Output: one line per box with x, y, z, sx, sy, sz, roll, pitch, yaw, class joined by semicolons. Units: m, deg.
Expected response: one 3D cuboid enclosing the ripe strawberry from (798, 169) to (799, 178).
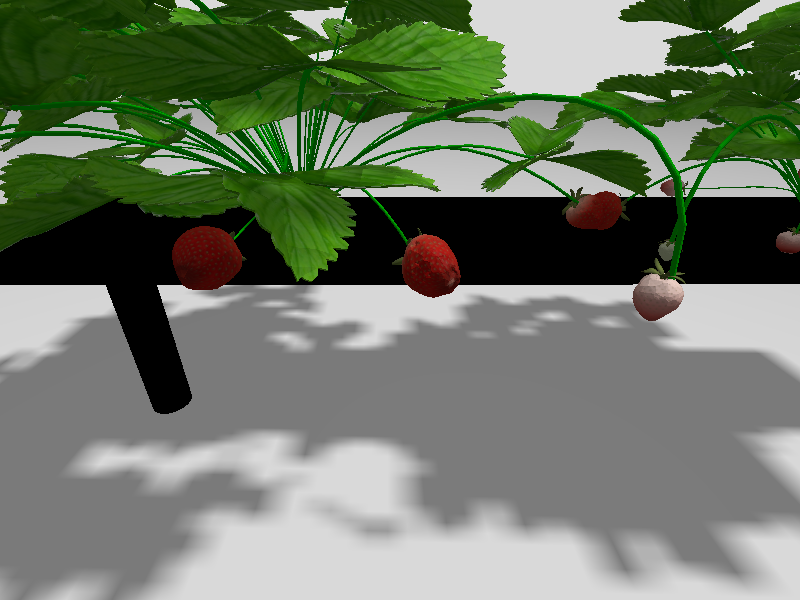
0.472;-0.144;0.448;0.037;0.039;0.040;24;36;38;ripe strawberry

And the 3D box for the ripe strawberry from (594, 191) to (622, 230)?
0.157;-0.070;0.317;0.032;0.031;0.029;-9;29;-7;ripe strawberry

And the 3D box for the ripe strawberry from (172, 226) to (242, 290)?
-0.108;-0.021;0.220;0.034;0.036;0.037;4;29;8;ripe strawberry

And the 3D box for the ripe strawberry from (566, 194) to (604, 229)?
0.146;-0.067;0.313;0.028;0.027;0.030;35;29;-8;ripe strawberry

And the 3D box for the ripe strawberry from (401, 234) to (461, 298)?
0.017;-0.016;0.209;0.030;0.034;0.032;-17;38;-29;ripe strawberry

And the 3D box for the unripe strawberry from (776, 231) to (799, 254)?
0.267;-0.039;0.273;0.015;0.015;0.016;-24;36;-37;unripe strawberry

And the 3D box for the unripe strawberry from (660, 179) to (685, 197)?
0.281;-0.116;0.413;0.020;0.017;0.020;21;34;34;unripe strawberry

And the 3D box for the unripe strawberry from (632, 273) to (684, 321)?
0.123;-0.001;0.192;0.020;0.024;0.024;22;35;35;unripe strawberry

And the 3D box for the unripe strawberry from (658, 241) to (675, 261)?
0.157;-0.028;0.234;0.011;0.011;0.011;-17;32;-28;unripe strawberry
